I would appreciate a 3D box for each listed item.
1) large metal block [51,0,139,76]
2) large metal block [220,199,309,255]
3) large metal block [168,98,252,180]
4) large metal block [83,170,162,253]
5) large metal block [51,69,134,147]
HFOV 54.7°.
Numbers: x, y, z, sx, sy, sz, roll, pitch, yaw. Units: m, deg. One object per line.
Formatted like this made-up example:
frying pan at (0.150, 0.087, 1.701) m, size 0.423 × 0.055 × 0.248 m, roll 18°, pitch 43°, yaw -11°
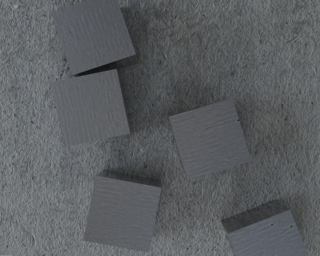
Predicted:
large metal block at (-0.080, -0.114, 0.397) m, size 0.080 × 0.050 × 0.080 m, roll -19°, pitch 90°, yaw 0°
large metal block at (0.134, 0.150, 0.399) m, size 0.080 × 0.050 × 0.080 m, roll -22°, pitch 90°, yaw 0°
large metal block at (0.060, 0.013, 0.398) m, size 0.080 × 0.050 × 0.080 m, roll -16°, pitch 90°, yaw 0°
large metal block at (-0.045, 0.103, 0.397) m, size 0.080 × 0.050 × 0.080 m, roll 11°, pitch 90°, yaw 0°
large metal block at (-0.083, -0.024, 0.397) m, size 0.080 × 0.050 × 0.080 m, roll -12°, pitch 90°, yaw 0°
